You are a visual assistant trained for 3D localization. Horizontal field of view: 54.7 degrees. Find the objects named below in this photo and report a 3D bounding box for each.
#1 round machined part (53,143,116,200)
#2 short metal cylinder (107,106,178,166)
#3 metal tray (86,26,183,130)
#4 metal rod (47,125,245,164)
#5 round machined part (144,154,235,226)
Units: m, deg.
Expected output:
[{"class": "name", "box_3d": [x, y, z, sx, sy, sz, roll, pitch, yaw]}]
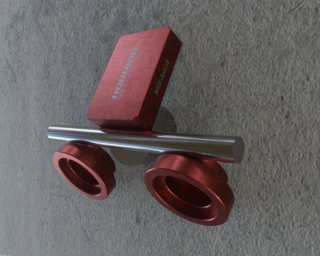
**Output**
[{"class": "round machined part", "box_3d": [-0.105, 0.058, 0.459, 0.098, 0.042, 0.097, 22, 140, 20]}, {"class": "short metal cylinder", "box_3d": [-0.024, 0.008, 0.408, 0.080, 0.050, 0.079, 0, 90, 39]}, {"class": "metal tray", "box_3d": [-0.033, -0.062, 0.393, 0.090, 0.030, 0.130, 3, 66, 39]}, {"class": "metal rod", "box_3d": [-0.044, 0.014, 0.377, 0.300, 0.025, 0.025, 3, 92, 39]}, {"class": "round machined part", "box_3d": [0.035, 0.061, 0.342, 0.098, 0.042, 0.097, 22, 144, 18]}]
